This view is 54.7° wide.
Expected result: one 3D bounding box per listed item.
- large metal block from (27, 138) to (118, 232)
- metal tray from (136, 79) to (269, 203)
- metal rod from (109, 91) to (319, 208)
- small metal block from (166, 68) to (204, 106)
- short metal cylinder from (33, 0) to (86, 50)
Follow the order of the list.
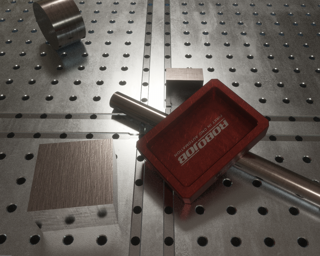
[{"bbox_3d":[-0.089,0.061,0.339,0.081,0.050,0.080,-4,50,-4],"label":"large metal block"},{"bbox_3d":[0.049,0.012,0.365,0.130,0.030,0.090,-40,65,-10],"label":"metal tray"},{"bbox_3d":[0.064,0.021,0.390,0.301,0.025,0.025,26,55,19],"label":"metal rod"},{"bbox_3d":[0.034,-0.058,0.440,0.050,0.050,0.025,1,50,0],"label":"small metal block"},{"bbox_3d":[-0.168,-0.178,0.520,0.050,0.080,0.080,-32,58,-24],"label":"short metal cylinder"}]
